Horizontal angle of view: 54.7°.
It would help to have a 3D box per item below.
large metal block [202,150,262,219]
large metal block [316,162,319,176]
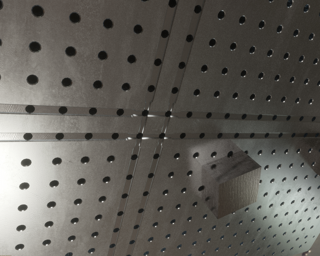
[{"bbox_3d":[0.118,0.094,0.521,0.081,0.050,0.079,-18,126,-18],"label":"large metal block"},{"bbox_3d":[0.397,0.089,0.652,0.081,0.080,0.050,-12,124,-22],"label":"large metal block"}]
